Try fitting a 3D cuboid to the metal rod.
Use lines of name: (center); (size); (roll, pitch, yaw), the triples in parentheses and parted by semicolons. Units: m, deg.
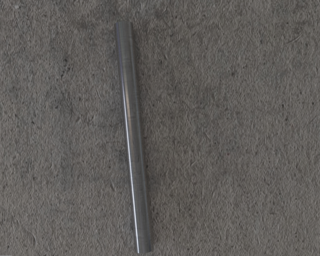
metal rod: (-0.034, 0.012, 0.409); (0.025, 0.025, 0.298); (-5, 90, 0)
